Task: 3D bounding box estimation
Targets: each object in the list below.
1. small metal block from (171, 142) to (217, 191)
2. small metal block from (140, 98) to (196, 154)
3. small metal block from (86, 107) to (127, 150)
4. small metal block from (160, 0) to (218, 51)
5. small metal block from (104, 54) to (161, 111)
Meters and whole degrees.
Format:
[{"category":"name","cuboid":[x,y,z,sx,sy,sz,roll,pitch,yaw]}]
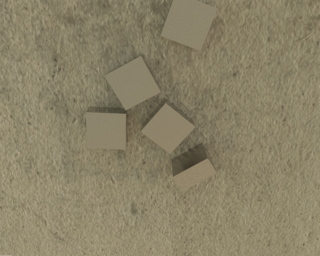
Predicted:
[{"category":"small metal block","cuboid":[0.044,0.051,0.416,0.050,0.050,0.025,-30,108,10]},{"category":"small metal block","cuboid":[0.010,-0.003,0.409,0.050,0.025,0.050,38,105,-13]},{"category":"small metal block","cuboid":[-0.069,0.000,0.409,0.050,0.025,0.050,2,110,-2]},{"category":"small metal block","cuboid":[0.033,-0.125,0.364,0.050,0.025,0.050,19,109,-7]},{"category":"small metal block","cuboid":[-0.033,-0.058,0.388,0.050,0.025,0.050,-27,108,9]}]
